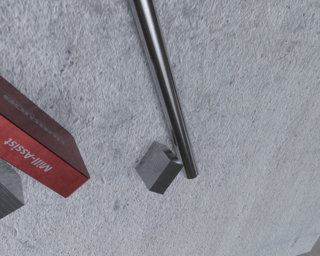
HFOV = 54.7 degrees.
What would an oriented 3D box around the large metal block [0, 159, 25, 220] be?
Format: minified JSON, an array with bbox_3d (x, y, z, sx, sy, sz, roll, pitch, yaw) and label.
[{"bbox_3d":[-0.202,0.062,0.319,0.080,0.050,0.080,-31,129,-9],"label":"large metal block"}]

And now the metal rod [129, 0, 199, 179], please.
[{"bbox_3d":[0.010,-0.043,0.387,0.025,0.025,0.299,-27,128,-12],"label":"metal rod"}]

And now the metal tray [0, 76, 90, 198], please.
[{"bbox_3d":[-0.129,0.002,0.295,0.030,0.090,0.130,-41,130,0],"label":"metal tray"}]

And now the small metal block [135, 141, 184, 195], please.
[{"bbox_3d":[-0.002,0.054,0.425,0.025,0.050,0.050,26,104,-38],"label":"small metal block"}]
